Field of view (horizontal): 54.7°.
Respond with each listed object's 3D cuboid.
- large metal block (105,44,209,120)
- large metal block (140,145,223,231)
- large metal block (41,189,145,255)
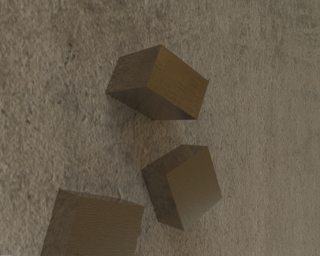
[{"bbox_3d":[-0.004,-0.048,0.368,0.080,0.080,0.050,30,72,-37],"label":"large metal block"},{"bbox_3d":[0.031,0.076,0.417,0.081,0.050,0.080,-29,108,-37],"label":"large metal block"},{"bbox_3d":[-0.071,0.114,0.330,0.080,0.050,0.080,21,77,-38],"label":"large metal block"}]
